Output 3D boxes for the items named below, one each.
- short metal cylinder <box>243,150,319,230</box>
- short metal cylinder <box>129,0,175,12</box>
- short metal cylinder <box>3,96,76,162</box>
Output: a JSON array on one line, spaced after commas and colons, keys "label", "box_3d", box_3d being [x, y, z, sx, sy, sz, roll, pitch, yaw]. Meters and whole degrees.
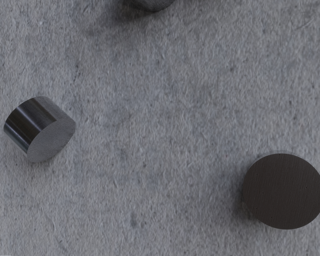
[{"label": "short metal cylinder", "box_3d": [0.137, 0.066, 0.348, 0.080, 0.050, 0.079, 0, 90, 19]}, {"label": "short metal cylinder", "box_3d": [-0.016, -0.198, 0.400, 0.080, 0.050, 0.079, 0, 90, 19]}, {"label": "short metal cylinder", "box_3d": [-0.168, 0.002, 0.437, 0.050, 0.080, 0.080, 40, 103, 15]}]
